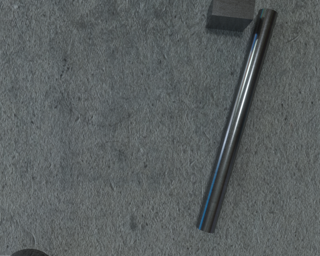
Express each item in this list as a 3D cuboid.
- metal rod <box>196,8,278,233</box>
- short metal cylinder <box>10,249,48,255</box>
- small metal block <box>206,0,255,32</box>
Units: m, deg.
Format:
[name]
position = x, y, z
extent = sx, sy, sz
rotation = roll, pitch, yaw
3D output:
[metal rod]
position = 0.102, -0.009, 0.410
extent = 0.025, 0.025, 0.298
rotation = 16, 90, 0
[short metal cylinder]
position = -0.178, 0.204, 0.396
extent = 0.081, 0.050, 0.079
rotation = 0, 90, 0
[small metal block]
position = 0.089, -0.146, 0.398
extent = 0.050, 0.050, 0.025
rotation = 6, 90, 0
